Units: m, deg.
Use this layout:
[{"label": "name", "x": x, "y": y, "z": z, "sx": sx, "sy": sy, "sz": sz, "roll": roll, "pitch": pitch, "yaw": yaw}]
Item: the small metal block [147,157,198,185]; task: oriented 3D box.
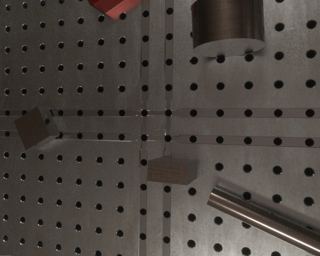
[{"label": "small metal block", "x": 0.017, "y": 0.053, "z": 0.393, "sx": 0.050, "sy": 0.050, "sz": 0.025, "roll": 3, "pitch": 91, "yaw": 19}]

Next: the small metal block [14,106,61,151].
[{"label": "small metal block", "x": -0.189, "y": 0.001, "z": 0.477, "sx": 0.050, "sy": 0.025, "sz": 0.050, "roll": -29, "pitch": 81, "yaw": 17}]

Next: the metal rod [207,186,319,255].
[{"label": "metal rod", "x": 0.197, "y": 0.140, "z": 0.343, "sx": 0.301, "sy": 0.025, "sz": 0.025, "roll": 22, "pitch": 97, "yaw": 18}]

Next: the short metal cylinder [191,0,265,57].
[{"label": "short metal cylinder", "x": 0.077, "y": -0.116, "z": 0.356, "sx": 0.080, "sy": 0.080, "sz": 0.050, "roll": -2, "pitch": 89, "yaw": 19}]

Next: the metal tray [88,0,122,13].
[{"label": "metal tray", "x": -0.054, "y": -0.235, "z": 0.428, "sx": 0.130, "sy": 0.030, "sz": 0.090, "roll": -28, "pitch": 81, "yaw": 17}]
